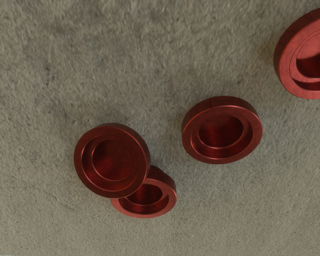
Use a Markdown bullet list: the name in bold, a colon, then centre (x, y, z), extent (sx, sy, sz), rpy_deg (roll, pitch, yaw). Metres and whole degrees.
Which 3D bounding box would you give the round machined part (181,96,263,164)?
- **round machined part**: centre (0.076, -0.002, 0.396), extent (0.099, 0.042, 0.097), rpy_deg (-1, 130, 0)

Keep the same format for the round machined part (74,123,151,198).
- **round machined part**: centre (-0.060, 0.040, 0.412), extent (0.098, 0.042, 0.097), rpy_deg (3, 104, 11)

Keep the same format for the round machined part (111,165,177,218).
- **round machined part**: centre (-0.024, 0.093, 0.475), extent (0.099, 0.042, 0.097), rpy_deg (-1, 130, 0)

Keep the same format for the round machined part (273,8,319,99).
- **round machined part**: centre (0.170, -0.082, 0.329), extent (0.099, 0.042, 0.097), rpy_deg (-1, 130, 0)
